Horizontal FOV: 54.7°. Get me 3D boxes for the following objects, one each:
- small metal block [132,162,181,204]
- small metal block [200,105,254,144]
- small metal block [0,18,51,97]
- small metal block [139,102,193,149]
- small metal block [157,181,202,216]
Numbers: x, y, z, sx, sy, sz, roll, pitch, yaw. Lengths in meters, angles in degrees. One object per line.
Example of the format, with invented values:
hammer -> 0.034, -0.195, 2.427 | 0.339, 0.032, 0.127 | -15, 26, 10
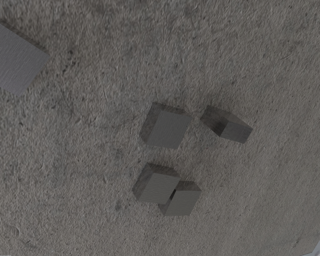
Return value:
small metal block -> -0.005, 0.082, 0.455 | 0.050, 0.025, 0.050 | 17, 110, -35
small metal block -> 0.094, -0.005, 0.438 | 0.050, 0.050, 0.025 | 15, 111, -34
small metal block -> -0.141, -0.065, 0.289 | 0.050, 0.025, 0.050 | 34, 100, -39
small metal block -> 0.007, -0.002, 0.409 | 0.050, 0.025, 0.050 | 11, 113, -33
small metal block -> 0.031, 0.112, 0.493 | 0.050, 0.025, 0.050 | 9, 114, -32
